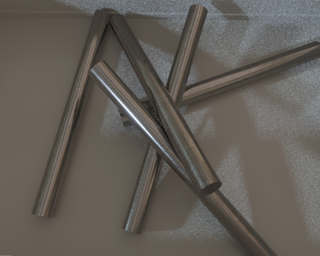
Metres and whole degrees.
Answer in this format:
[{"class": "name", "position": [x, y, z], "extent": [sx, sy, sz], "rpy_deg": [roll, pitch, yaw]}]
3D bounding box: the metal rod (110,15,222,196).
[{"class": "metal rod", "position": [-0.008, -0.051, 0.384], "extent": [0.025, 0.025, 0.299], "rpy_deg": [-22, 55, -8]}]

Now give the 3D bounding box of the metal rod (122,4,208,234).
[{"class": "metal rod", "position": [0.010, -0.019, 0.393], "extent": [0.025, 0.025, 0.299], "rpy_deg": [16, 79, 5]}]

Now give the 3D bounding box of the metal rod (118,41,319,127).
[{"class": "metal rod", "position": [0.089, -0.064, 0.433], "extent": [0.302, 0.025, 0.025], "rpy_deg": [-20, 71, -7]}]

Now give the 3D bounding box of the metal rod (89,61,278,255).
[{"class": "metal rod", "position": [0.026, 0.042, 0.359], "extent": [0.025, 0.025, 0.300], "rpy_deg": [-41, 88, -13]}]

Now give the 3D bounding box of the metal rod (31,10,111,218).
[{"class": "metal rod", "position": [-0.114, -0.033, 0.420], "extent": [0.025, 0.025, 0.299], "rpy_deg": [10, 70, 3]}]
